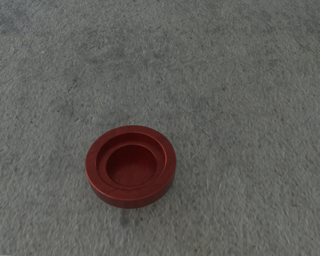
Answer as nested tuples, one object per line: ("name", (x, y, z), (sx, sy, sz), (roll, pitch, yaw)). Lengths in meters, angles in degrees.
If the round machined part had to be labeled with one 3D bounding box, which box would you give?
("round machined part", (-0.032, 0.047, 0.352), (0.099, 0.042, 0.098), (0, 50, 0))
